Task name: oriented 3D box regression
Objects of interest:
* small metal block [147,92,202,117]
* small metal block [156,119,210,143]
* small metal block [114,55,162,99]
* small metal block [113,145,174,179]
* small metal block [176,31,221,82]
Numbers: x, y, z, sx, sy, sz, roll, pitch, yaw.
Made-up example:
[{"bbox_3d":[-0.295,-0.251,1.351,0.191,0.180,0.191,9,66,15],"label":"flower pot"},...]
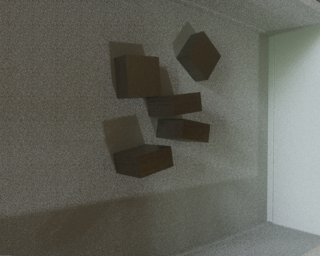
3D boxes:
[{"bbox_3d":[0.019,-0.031,0.408,0.050,0.050,0.025,-11,98,-40],"label":"small metal block"},{"bbox_3d":[0.031,0.004,0.419,0.050,0.050,0.025,10,84,-40],"label":"small metal block"},{"bbox_3d":[-0.027,-0.063,0.386,0.050,0.025,0.050,-7,95,-40],"label":"small metal block"},{"bbox_3d":[-0.020,0.039,0.375,0.050,0.050,0.025,-15,100,-39],"label":"small metal block"},{"bbox_3d":[0.058,-0.105,0.458,0.050,0.025,0.050,45,63,-31],"label":"small metal block"}]
